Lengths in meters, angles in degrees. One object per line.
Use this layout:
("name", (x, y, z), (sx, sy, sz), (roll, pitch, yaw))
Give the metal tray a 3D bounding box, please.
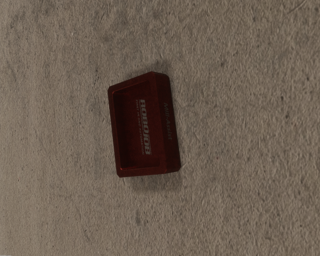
("metal tray", (-0.024, -0.002, 0.419), (0.090, 0.030, 0.129), (-12, 82, 39))
